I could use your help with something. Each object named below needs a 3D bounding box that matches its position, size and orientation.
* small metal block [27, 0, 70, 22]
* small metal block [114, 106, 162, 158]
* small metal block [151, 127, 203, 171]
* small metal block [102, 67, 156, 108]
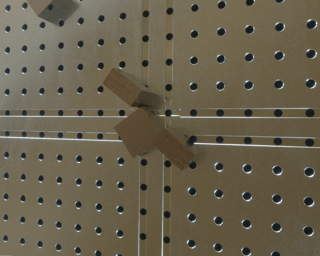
[{"bbox_3d":[-0.174,-0.202,0.472,0.050,0.025,0.050,-38,78,15],"label":"small metal block"},{"bbox_3d":[-0.026,0.005,0.421,0.050,0.025,0.050,-36,79,16],"label":"small metal block"},{"bbox_3d":[0.023,0.025,0.390,0.050,0.050,0.025,42,103,14],"label":"small metal block"},{"bbox_3d":[-0.040,-0.052,0.412,0.050,0.050,0.025,39,103,15],"label":"small metal block"}]
